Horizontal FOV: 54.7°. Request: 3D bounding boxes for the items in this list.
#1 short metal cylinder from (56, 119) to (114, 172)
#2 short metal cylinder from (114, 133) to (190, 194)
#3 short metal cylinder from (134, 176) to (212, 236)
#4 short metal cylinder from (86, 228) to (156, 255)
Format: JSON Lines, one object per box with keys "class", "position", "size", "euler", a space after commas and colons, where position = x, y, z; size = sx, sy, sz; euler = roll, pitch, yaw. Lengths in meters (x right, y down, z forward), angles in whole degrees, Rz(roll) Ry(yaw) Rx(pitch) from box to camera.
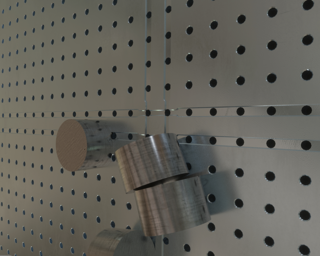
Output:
{"class": "short metal cylinder", "position": [-0.120, 0.026, 0.489], "size": [0.080, 0.050, 0.079], "euler": [0, 90, 39]}
{"class": "short metal cylinder", "position": [-0.010, 0.044, 0.380], "size": [0.080, 0.081, 0.050], "euler": [-29, 72, 36]}
{"class": "short metal cylinder", "position": [0.014, 0.089, 0.360], "size": [0.080, 0.081, 0.050], "euler": [-22, 77, 37]}
{"class": "short metal cylinder", "position": [-0.051, 0.177, 0.414], "size": [0.050, 0.081, 0.080], "euler": [-11, 83, 39]}
